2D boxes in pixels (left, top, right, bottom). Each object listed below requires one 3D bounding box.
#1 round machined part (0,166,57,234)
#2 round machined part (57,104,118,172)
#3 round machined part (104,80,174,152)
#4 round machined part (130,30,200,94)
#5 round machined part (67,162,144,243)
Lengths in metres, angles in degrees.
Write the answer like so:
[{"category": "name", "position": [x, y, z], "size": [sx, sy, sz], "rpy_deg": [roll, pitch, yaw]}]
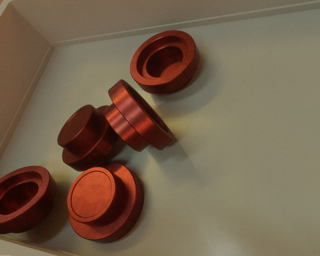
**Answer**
[{"category": "round machined part", "position": [-0.184, 0.100, 0.414], "size": [0.098, 0.042, 0.098], "rpy_deg": [-12, 35, 9]}, {"category": "round machined part", "position": [-0.100, 0.007, 0.421], "size": [0.098, 0.042, 0.098], "rpy_deg": [-31, 35, 25]}, {"category": "round machined part", "position": [-0.030, -0.009, 0.379], "size": [0.042, 0.098, 0.098], "rpy_deg": [-41, 51, 7]}, {"category": "round machined part", "position": [0.010, -0.088, 0.442], "size": [0.098, 0.042, 0.098], "rpy_deg": [-13, 56, 20]}, {"category": "round machined part", "position": [-0.073, 0.086, 0.378], "size": [0.098, 0.042, 0.098], "rpy_deg": [-13, 56, 20]}]
